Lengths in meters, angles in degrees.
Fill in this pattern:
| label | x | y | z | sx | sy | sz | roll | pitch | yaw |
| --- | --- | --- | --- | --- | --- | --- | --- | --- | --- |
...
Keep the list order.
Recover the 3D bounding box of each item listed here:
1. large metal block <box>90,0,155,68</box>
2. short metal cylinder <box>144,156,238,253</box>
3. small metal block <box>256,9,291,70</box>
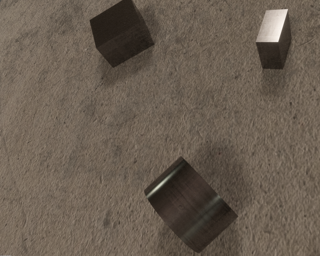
| label | x | y | z | sx | sy | sz | roll | pitch | yaw |
| --- | --- | --- | --- | --- | --- | --- | --- | --- | --- |
| large metal block | -0.065 | -0.161 | 0.519 | 0.080 | 0.050 | 0.080 | -27 | 53 | 10 |
| short metal cylinder | 0.030 | 0.074 | 0.307 | 0.050 | 0.080 | 0.080 | -43 | 51 | -1 |
| small metal block | 0.141 | -0.108 | 0.380 | 0.025 | 0.050 | 0.050 | 10 | 67 | 32 |
